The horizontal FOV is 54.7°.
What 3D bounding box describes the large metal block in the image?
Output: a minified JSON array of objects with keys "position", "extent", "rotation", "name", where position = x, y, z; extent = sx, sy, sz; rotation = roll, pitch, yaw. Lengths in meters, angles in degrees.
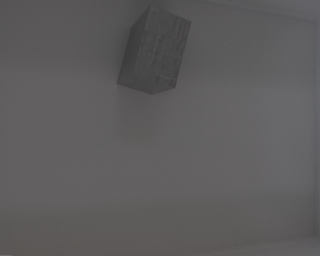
[{"position":[-0.010,-0.089,0.377],"extent":[0.050,0.080,0.080],"rotation":[15,85,-20],"name":"large metal block"}]
